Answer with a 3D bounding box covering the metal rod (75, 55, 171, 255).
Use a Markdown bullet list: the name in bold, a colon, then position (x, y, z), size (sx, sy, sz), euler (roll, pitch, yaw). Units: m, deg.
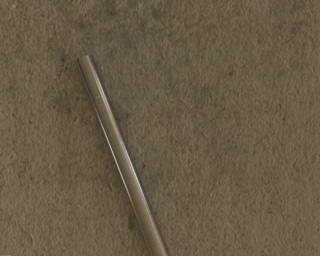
- **metal rod**: position (-0.046, 0.048, 0.409), size (0.025, 0.025, 0.299), euler (-21, 90, 0)
